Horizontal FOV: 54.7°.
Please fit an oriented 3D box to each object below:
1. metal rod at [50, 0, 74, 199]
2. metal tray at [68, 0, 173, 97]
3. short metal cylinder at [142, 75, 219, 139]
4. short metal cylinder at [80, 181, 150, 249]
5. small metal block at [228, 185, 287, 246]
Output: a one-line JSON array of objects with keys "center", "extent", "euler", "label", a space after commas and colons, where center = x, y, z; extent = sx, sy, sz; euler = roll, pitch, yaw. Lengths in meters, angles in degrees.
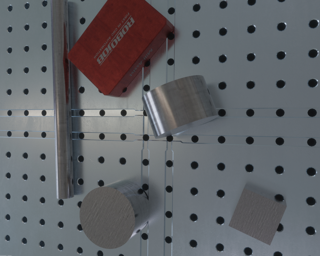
[{"center": [-0.146, -0.046, 0.464], "extent": [0.025, 0.025, 0.298], "euler": [-2, 89, 20], "label": "metal rod"}, {"center": [-0.057, -0.119, 0.430], "extent": [0.090, 0.030, 0.130], "euler": [45, 104, 14], "label": "metal tray"}, {"center": [0.024, -0.024, 0.375], "extent": [0.080, 0.080, 0.050], "euler": [-22, 83, 19], "label": "short metal cylinder"}, {"center": [-0.060, 0.115, 0.420], "extent": [0.080, 0.050, 0.079], "euler": [0, 90, 20], "label": "short metal cylinder"}, {"center": [0.117, 0.103, 0.371], "extent": [0.050, 0.025, 0.050], "euler": [22, 97, 18], "label": "small metal block"}]
